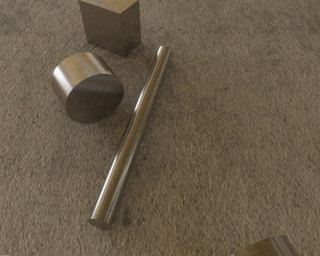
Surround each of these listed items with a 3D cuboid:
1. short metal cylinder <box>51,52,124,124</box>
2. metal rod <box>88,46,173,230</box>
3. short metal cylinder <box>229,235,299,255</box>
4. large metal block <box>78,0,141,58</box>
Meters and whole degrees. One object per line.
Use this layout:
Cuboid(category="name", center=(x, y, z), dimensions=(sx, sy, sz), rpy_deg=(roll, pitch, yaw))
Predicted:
Cuboid(category="short metal cylinder", center=(-0.095, -0.052, 0.411), dimensions=(0.081, 0.080, 0.050), rpy_deg=(-26, 55, -20))
Cuboid(category="metal rod", center=(-0.027, -0.012, 0.413), dimensions=(0.025, 0.025, 0.300), rpy_deg=(11, 51, 9))
Cuboid(category="short metal cylinder", center=(0.085, 0.132, 0.257), dimensions=(0.081, 0.080, 0.050), rpy_deg=(-16, 52, -13))
Cuboid(category="large metal block", center=(-0.080, -0.176, 0.515), dimensions=(0.080, 0.080, 0.050), rpy_deg=(25, 54, 19))
